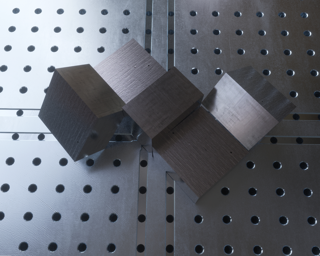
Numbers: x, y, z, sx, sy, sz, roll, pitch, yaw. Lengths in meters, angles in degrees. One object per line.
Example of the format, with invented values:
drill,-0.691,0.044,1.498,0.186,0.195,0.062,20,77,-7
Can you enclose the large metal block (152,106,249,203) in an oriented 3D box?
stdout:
large metal block,0.048,0.034,0.386,0.080,0.050,0.080,-39,73,-13

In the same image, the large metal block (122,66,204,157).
large metal block,0.003,-0.018,0.389,0.080,0.080,0.050,-40,76,-13

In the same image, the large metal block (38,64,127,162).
large metal block,-0.096,-0.020,0.382,0.080,0.080,0.050,47,38,15

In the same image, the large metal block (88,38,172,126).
large metal block,-0.039,-0.059,0.420,0.080,0.050,0.080,-40,76,-12

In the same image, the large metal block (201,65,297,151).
large metal block,0.112,-0.029,0.387,0.080,0.050,0.081,47,37,14
